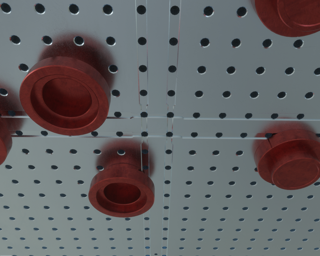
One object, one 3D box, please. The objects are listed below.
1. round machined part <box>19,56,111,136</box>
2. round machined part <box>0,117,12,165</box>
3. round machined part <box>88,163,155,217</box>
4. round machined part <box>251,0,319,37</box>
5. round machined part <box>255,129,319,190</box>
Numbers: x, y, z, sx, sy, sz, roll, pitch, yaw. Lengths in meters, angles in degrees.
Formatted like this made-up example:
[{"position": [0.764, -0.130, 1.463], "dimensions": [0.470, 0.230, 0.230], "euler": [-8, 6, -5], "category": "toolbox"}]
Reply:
[{"position": [-0.107, -0.040, 0.365], "dimensions": [0.099, 0.042, 0.097], "euler": [0, 130, 0], "category": "round machined part"}, {"position": [-0.244, 0.008, 0.405], "dimensions": [0.099, 0.042, 0.097], "euler": [0, 130, 0], "category": "round machined part"}, {"position": [-0.057, 0.093, 0.479], "dimensions": [0.099, 0.042, 0.097], "euler": [0, 130, 0], "category": "round machined part"}, {"position": [0.139, -0.131, 0.290], "dimensions": [0.099, 0.042, 0.097], "euler": [0, 130, 0], "category": "round machined part"}, {"position": [0.191, 0.052, 0.446], "dimensions": [0.099, 0.042, 0.097], "euler": [0, 130, 0], "category": "round machined part"}]
